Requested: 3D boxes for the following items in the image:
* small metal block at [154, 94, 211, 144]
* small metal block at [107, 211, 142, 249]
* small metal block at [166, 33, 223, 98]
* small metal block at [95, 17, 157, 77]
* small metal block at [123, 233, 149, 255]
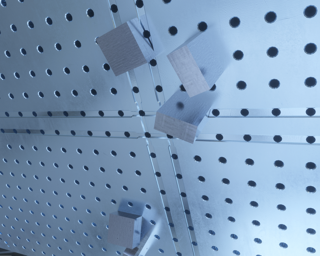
[{"bbox_3d":[0.027,-0.012,0.372,0.050,0.050,0.025,21,126,15],"label":"small metal block"},{"bbox_3d":[-0.061,0.175,0.536,0.050,0.025,0.050,4,89,25],"label":"small metal block"},{"bbox_3d":[0.039,-0.068,0.332,0.025,0.050,0.050,-21,108,35],"label":"small metal block"},{"bbox_3d":[-0.041,-0.096,0.372,0.050,0.025,0.050,-16,110,34],"label":"small metal block"},{"bbox_3d":[-0.045,0.224,0.556,0.025,0.050,0.050,21,127,15],"label":"small metal block"}]
